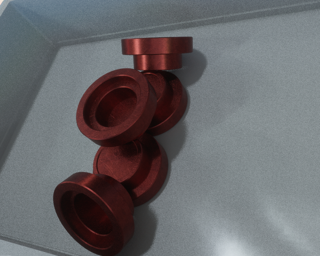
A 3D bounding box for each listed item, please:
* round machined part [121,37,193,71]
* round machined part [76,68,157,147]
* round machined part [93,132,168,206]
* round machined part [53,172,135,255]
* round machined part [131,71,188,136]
[{"bbox_3d":[-0.004,-0.104,0.434,0.098,0.099,0.042,8,108,31],"label":"round machined part"},{"bbox_3d":[-0.048,-0.021,0.374,0.098,0.042,0.098,-13,56,20],"label":"round machined part"},{"bbox_3d":[-0.043,0.046,0.385,0.098,0.042,0.098,-13,56,20],"label":"round machined part"},{"bbox_3d":[-0.069,0.091,0.348,0.098,0.097,0.042,7,27,30],"label":"round machined part"},{"bbox_3d":[-0.016,-0.040,0.424,0.098,0.042,0.098,-13,56,20],"label":"round machined part"}]
